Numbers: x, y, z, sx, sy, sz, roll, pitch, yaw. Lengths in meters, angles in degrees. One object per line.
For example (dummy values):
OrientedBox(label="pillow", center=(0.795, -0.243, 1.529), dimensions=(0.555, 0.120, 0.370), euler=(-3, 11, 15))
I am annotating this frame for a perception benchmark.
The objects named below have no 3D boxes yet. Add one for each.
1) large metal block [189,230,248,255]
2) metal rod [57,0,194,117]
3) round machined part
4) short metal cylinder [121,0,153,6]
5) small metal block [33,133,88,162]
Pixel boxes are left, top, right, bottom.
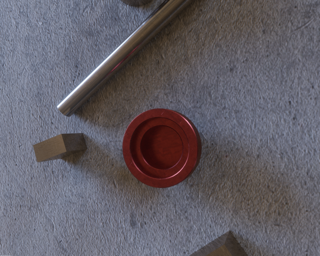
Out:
OrientedBox(label="large metal block", center=(0.072, 0.185, 0.370), dimensions=(0.080, 0.050, 0.080), euler=(-39, 78, 15))
OrientedBox(label="metal rod", center=(-0.030, -0.119, 0.418), dimensions=(0.300, 0.025, 0.025), euler=(-40, 78, 15))
OrientedBox(label="round machined part", center=(0.005, 0.024, 0.397), dimensions=(0.098, 0.042, 0.097), euler=(0, 90, 19))
OrientedBox(label="short metal cylinder", center=(-0.037, -0.209, 0.408), dimensions=(0.080, 0.050, 0.079), euler=(0, 90, 19))
OrientedBox(label="small metal block", center=(-0.142, 0.027, 0.444), dimensions=(0.050, 0.050, 0.025), euler=(-20, 84, 18))
